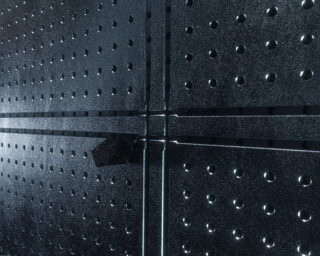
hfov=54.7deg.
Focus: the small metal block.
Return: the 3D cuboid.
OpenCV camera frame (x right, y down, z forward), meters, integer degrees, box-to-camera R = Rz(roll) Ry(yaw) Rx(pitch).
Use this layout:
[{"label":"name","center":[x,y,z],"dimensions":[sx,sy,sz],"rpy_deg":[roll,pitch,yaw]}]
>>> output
[{"label":"small metal block","center":[-0.061,0.032,0.441],"dimensions":[0.050,0.050,0.025],"rpy_deg":[-35,69,34]}]
